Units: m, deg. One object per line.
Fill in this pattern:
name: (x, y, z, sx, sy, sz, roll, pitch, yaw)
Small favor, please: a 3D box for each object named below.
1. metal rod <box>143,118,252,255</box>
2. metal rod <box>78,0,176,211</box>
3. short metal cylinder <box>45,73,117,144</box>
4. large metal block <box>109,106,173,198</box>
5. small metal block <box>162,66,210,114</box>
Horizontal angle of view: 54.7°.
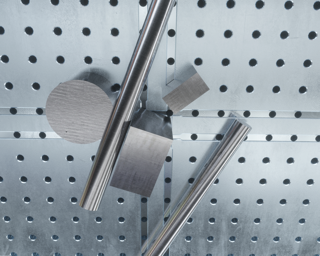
metal rod: (0.039, 0.116, 0.456, 0.025, 0.025, 0.298, 27, 108, -10)
metal rod: (-0.032, -0.047, 0.356, 0.025, 0.025, 0.298, 20, 94, -7)
short metal cylinder: (-0.095, -0.026, 0.389, 0.081, 0.050, 0.079, 0, 110, 0)
large metal block: (-0.023, 0.027, 0.394, 0.050, 0.080, 0.079, 19, 109, -7)
small metal block: (0.030, -0.048, 0.382, 0.050, 0.050, 0.025, -36, 106, 12)
